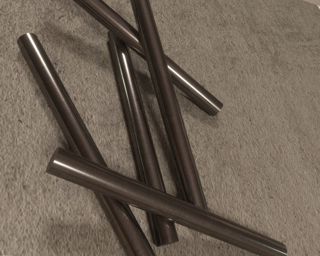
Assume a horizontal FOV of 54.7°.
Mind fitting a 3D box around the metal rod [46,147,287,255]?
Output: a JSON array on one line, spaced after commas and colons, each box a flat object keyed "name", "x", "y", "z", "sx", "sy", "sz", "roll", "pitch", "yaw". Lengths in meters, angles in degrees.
[{"name": "metal rod", "x": 0.027, "y": 0.092, "z": 0.333, "sx": 0.301, "sy": 0.025, "sz": 0.025, "roll": 28, "pitch": 52, "yaw": -23}]

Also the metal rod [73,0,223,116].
[{"name": "metal rod", "x": -0.028, "y": -0.117, "z": 0.432, "sx": 0.301, "sy": 0.025, "sz": 0.025, "roll": 38, "pitch": 50, "yaw": -15}]

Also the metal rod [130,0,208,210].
[{"name": "metal rod", "x": 0.009, "y": -0.038, "z": 0.395, "sx": 0.025, "sy": 0.025, "sz": 0.299, "roll": -8, "pitch": 78, "yaw": -32}]

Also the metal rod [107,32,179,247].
[{"name": "metal rod", "x": -0.028, "y": -0.007, "z": 0.394, "sx": 0.025, "sy": 0.025, "sz": 0.299, "roll": -1, "pitch": 62, "yaw": -29}]

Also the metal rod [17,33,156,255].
[{"name": "metal rod", "x": -0.088, "y": 0.016, "z": 0.347, "sx": 0.025, "sy": 0.025, "sz": 0.299, "roll": -21, "pitch": 73, "yaw": -36}]
